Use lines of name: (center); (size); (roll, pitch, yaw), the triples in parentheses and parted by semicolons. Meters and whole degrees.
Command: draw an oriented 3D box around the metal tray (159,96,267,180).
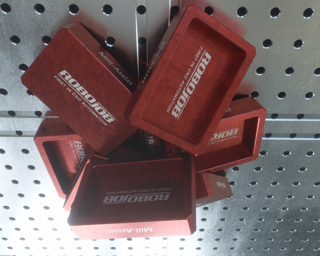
metal tray: (0.066, 0.017, 0.399); (0.131, 0.030, 0.090); (-15, 131, -10)

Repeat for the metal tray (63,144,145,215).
metal tray: (-0.073, 0.081, 0.436); (0.090, 0.030, 0.129); (21, 127, -17)

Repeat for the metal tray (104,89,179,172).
metal tray: (-0.019, 0.009, 0.415); (0.090, 0.030, 0.129); (-5, 128, 1)

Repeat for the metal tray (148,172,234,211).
metal tray: (0.046, 0.096, 0.446); (0.090, 0.030, 0.130); (-23, 160, 19)

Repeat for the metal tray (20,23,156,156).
metal tray: (-0.079, -0.039, 0.352); (0.090, 0.030, 0.130); (-38, 106, 27)

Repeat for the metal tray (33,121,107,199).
metal tray: (-0.115, 0.049, 0.449); (0.090, 0.030, 0.129); (-4, 129, 2)

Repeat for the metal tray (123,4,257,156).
metal tray: (0.031, -0.047, 0.325); (0.090, 0.030, 0.130); (27, 92, -21)

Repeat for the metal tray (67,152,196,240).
metal tray: (-0.027, 0.074, 0.347); (0.130, 0.090, 0.030); (-6, 130, 11)
